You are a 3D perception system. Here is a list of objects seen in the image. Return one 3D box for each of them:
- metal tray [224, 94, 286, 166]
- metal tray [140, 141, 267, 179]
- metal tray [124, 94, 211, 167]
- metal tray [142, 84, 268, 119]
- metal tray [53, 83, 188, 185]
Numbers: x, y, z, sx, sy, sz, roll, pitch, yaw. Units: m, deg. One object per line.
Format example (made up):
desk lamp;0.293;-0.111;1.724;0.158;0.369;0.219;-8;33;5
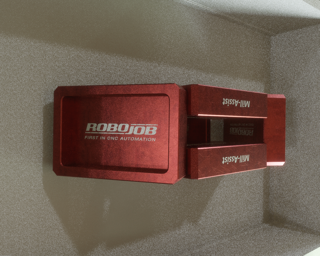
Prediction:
metal tray;0.131;0.002;0.447;0.030;0.130;0.089;1;90;-10
metal tray;0.053;0.034;0.367;0.131;0.090;0.030;0;90;-40
metal tray;0.014;0.003;0.413;0.131;0.030;0.089;-1;91;-41
metal tray;0.054;-0.027;0.367;0.131;0.090;0.030;0;90;-40
metal tray;-0.041;0.004;0.304;0.030;0.130;0.089;0;91;-72
